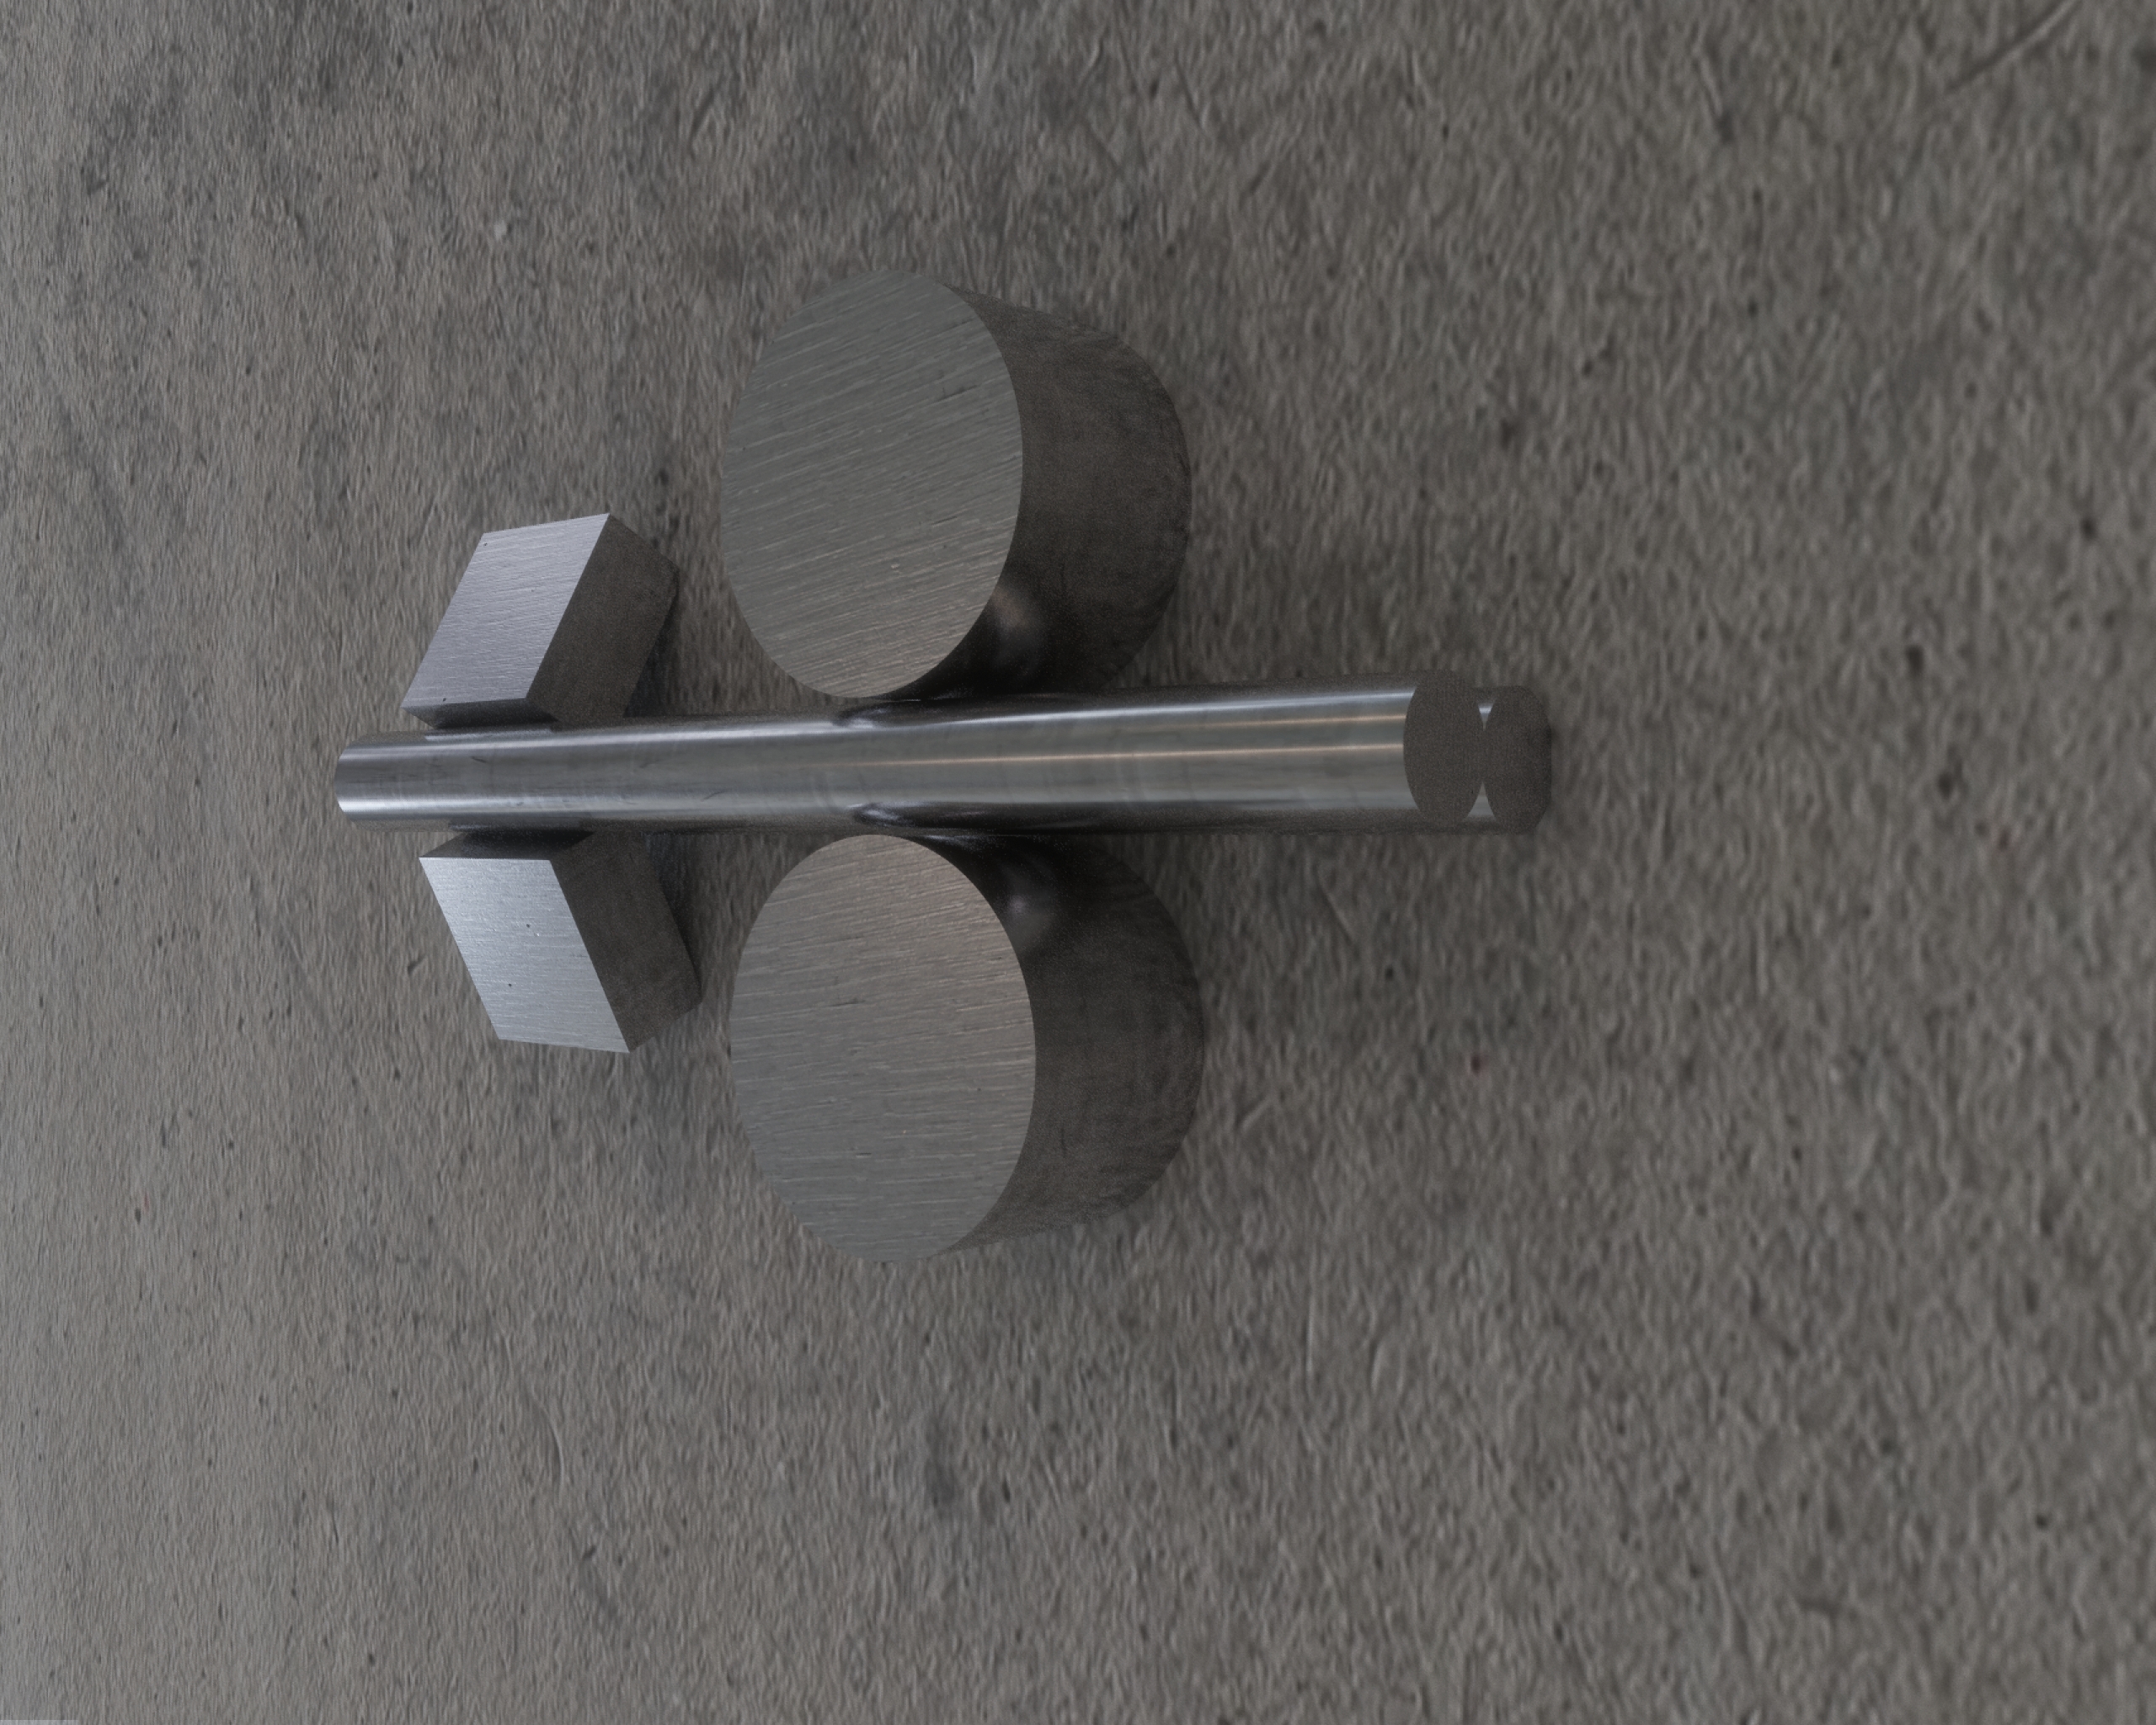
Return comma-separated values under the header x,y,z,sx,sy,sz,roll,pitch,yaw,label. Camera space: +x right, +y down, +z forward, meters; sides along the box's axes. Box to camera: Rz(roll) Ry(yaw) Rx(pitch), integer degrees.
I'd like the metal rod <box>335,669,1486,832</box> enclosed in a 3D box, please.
x,y,z,sx,sy,sz,roll,pitch,yaw,label
-0.058,-0.019,0.422,0.300,0.025,0.025,1,90,40,metal rod

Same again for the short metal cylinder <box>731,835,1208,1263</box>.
x,y,z,sx,sy,sz,roll,pitch,yaw,label
-0.022,0.034,0.408,0.080,0.050,0.079,0,90,40,short metal cylinder

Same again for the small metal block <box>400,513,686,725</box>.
x,y,z,sx,sy,sz,roll,pitch,yaw,label
-0.128,-0.054,0.500,0.050,0.025,0.050,0,63,40,small metal block

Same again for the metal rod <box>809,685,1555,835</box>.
x,y,z,sx,sy,sz,roll,pitch,yaw,label
-0.042,-0.018,0.441,0.300,0.025,0.025,1,91,40,metal rod

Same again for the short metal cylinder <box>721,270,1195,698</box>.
x,y,z,sx,sy,sz,roll,pitch,yaw,label
-0.024,-0.071,0.410,0.080,0.050,0.079,0,90,40,short metal cylinder

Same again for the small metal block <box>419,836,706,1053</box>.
x,y,z,sx,sy,sz,roll,pitch,yaw,label
-0.122,0.016,0.494,0.050,0.025,0.050,1,117,39,small metal block
